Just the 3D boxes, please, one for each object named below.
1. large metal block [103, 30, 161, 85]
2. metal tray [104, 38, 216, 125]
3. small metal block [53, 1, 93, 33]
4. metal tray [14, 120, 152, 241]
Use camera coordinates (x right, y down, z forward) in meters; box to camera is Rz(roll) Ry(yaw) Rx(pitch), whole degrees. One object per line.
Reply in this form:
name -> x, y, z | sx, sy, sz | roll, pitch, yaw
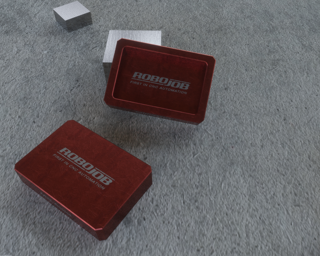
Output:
large metal block -> -0.039, -0.106, 0.475 | 0.081, 0.050, 0.080 | 1, 50, 0
metal tray -> 0.000, -0.060, 0.412 | 0.131, 0.030, 0.090 | 12, 85, 1
small metal block -> -0.162, -0.208, 0.577 | 0.050, 0.025, 0.050 | -31, 57, -23
metal tray -> -0.086, 0.053, 0.355 | 0.130, 0.030, 0.090 | 28, 55, 21
